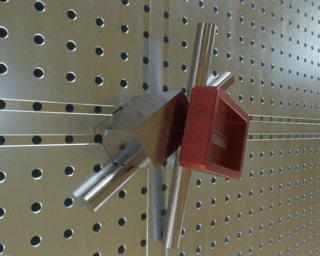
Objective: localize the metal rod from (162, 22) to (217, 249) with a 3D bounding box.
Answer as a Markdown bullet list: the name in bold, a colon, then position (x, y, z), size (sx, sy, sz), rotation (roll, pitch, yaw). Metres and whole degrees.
- **metal rod**: position (0.038, 0.013, 0.413), size (0.025, 0.025, 0.298), rotation (5, 96, -40)

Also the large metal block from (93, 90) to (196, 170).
- **large metal block**: position (-0.015, 0.000, 0.361), size (0.080, 0.080, 0.050), rotation (-41, 116, -32)

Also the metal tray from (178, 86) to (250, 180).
- **metal tray**: position (0.072, 0.012, 0.376), size (0.130, 0.030, 0.090), rotation (25, 74, -57)

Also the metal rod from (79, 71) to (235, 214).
- **metal rod**: position (0.015, 0.002, 0.424), size (0.302, 0.025, 0.025), rotation (-41, 115, -32)

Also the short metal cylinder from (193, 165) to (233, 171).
- **short metal cylinder**: position (0.072, 0.026, 0.454), size (0.081, 0.050, 0.079), rotation (0, 90, -40)
